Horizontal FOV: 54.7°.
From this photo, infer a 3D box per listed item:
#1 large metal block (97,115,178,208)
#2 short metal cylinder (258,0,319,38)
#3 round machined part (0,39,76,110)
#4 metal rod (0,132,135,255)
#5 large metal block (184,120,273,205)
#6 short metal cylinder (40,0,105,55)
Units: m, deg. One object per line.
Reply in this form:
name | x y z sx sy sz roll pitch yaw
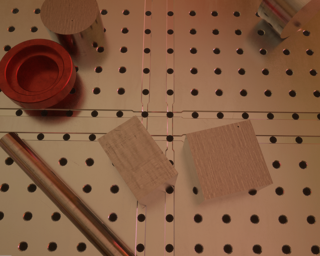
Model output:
large metal block | -0.024 0.043 0.366 0.050 0.080 0.080 -33 74 -11
short metal cylinder | 0.191 -0.178 0.449 0.080 0.080 0.050 -33 74 -11
round machined part | -0.165 -0.070 0.427 0.099 0.042 0.098 0 70 0
metal rod | -0.089 0.111 0.370 0.300 0.025 0.025 41 75 13
large metal block | 0.080 0.043 0.383 0.081 0.050 0.080 -12 71 -5
short metal cylinder | -0.126 -0.155 0.454 0.081 0.050 0.080 0 70 0
